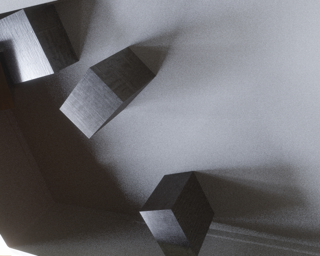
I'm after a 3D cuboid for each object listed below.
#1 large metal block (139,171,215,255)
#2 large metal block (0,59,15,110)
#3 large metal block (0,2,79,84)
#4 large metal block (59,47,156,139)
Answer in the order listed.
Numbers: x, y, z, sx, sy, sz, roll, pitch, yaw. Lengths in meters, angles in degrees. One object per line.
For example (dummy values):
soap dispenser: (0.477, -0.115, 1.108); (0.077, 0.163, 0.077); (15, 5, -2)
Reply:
large metal block: (0.027, 0.119, 0.432); (0.050, 0.080, 0.080); (-15, 111, 34)
large metal block: (-0.250, -0.076, 0.451); (0.080, 0.050, 0.079); (-131, 32, -54)
large metal block: (-0.169, -0.111, 0.413); (0.080, 0.050, 0.080); (-7, 115, 31)
large metal block: (-0.063, -0.044, 0.379); (0.050, 0.080, 0.080); (46, 129, -4)
